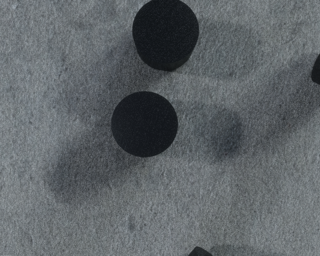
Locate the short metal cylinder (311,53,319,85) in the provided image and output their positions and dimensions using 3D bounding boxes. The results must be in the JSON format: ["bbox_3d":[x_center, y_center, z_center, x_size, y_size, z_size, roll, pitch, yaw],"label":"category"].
[{"bbox_3d":[0.237,-0.082,0.386,0.050,0.080,0.080,26,90,-1],"label":"short metal cylinder"}]

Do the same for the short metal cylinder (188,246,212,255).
[{"bbox_3d":[0.058,0.196,0.383,0.080,0.080,0.050,40,90,-1],"label":"short metal cylinder"}]

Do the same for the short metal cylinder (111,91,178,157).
[{"bbox_3d":[-0.019,-0.005,0.397,0.081,0.050,0.079,0,90,-1],"label":"short metal cylinder"}]

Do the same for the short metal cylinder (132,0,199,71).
[{"bbox_3d":[0.007,-0.118,0.398,0.081,0.050,0.079,0,90,-1],"label":"short metal cylinder"}]
